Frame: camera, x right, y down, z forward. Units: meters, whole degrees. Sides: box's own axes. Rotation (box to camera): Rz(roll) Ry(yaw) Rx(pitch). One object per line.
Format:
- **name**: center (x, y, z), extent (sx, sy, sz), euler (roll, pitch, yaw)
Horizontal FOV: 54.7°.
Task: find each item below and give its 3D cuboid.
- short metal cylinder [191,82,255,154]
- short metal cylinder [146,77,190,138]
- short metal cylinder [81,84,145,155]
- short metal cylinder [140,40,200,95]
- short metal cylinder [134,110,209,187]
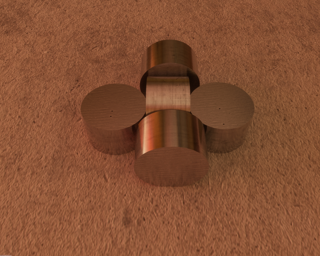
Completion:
- **short metal cylinder**: center (0.075, -0.014, 0.400), extent (0.080, 0.050, 0.080), euler (0, 50, 0)
- **short metal cylinder**: center (0.010, -0.025, 0.390), extent (0.050, 0.080, 0.080), euler (0, 50, 0)
- **short metal cylinder**: center (-0.056, -0.012, 0.398), extent (0.081, 0.050, 0.080), euler (1, 50, -1)
- **short metal cylinder**: center (0.013, -0.075, 0.433), extent (0.081, 0.080, 0.050), euler (0, 50, 0)
- **short metal cylinder**: center (0.012, 0.025, 0.349), extent (0.081, 0.080, 0.050), euler (0, 50, 0)
